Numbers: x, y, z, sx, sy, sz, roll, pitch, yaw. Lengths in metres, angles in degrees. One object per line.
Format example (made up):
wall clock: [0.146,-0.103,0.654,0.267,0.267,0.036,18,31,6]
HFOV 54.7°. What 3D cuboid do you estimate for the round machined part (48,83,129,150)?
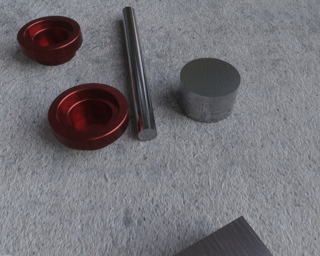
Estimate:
round machined part: [-0.089,-0.010,0.400,0.099,0.042,0.098,0,50,0]

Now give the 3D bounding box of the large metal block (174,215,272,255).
large metal block: [0.061,0.139,0.271,0.081,0.050,0.080,-23,54,-18]

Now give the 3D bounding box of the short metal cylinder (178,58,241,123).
short metal cylinder: [0.067,-0.053,0.432,0.081,0.050,0.080,0,50,0]

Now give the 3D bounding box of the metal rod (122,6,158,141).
metal rod: [-0.038,-0.105,0.490,0.025,0.025,0.300,-6,50,-6]

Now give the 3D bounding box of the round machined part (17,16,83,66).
round machined part: [-0.176,-0.139,0.508,0.099,0.042,0.098,0,50,0]
